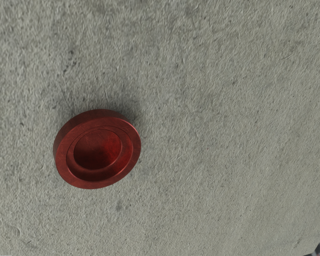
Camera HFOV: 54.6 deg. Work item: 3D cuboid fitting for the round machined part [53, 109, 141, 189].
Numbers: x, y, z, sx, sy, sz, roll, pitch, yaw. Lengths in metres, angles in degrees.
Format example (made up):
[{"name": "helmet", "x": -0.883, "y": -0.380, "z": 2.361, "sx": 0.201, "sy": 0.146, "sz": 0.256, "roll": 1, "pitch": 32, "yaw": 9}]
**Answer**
[{"name": "round machined part", "x": -0.076, "y": 0.021, "z": 0.367, "sx": 0.099, "sy": 0.042, "sz": 0.097, "roll": -14, "pitch": 124, "yaw": -21}]
